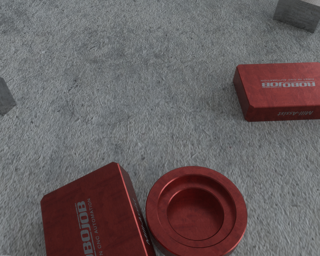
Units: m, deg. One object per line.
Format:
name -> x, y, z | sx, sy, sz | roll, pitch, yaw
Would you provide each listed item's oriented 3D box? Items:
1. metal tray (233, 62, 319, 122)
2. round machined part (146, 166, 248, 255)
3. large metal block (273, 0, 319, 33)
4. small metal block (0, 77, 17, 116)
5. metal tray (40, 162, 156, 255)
metal tray -> 0.181, -0.054, 0.448 | 0.131, 0.030, 0.090 | -2, 50, -3
round machined part -> 0.035, 0.091, 0.316 | 0.099, 0.042, 0.098 | 1, 50, 0
large metal block -> 0.275, -0.233, 0.587 | 0.080, 0.050, 0.080 | 30, 56, 22
small metal block -> -0.234, -0.050, 0.426 | 0.050, 0.050, 0.025 | 21, 53, 16
metal tray -> -0.058, 0.107, 0.292 | 0.090, 0.030, 0.130 | -26, 53, 2
